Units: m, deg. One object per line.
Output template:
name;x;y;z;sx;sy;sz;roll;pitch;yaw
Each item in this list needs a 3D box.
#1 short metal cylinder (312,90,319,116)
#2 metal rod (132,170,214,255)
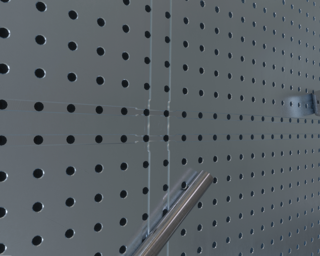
short metal cylinder;0.394;-0.060;0.704;0.081;0.080;0.050;-22;104;-38
metal rod;-0.022;0.164;0.391;0.301;0.025;0.025;-45;117;-31
